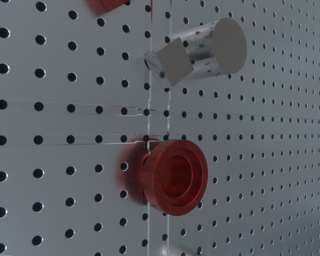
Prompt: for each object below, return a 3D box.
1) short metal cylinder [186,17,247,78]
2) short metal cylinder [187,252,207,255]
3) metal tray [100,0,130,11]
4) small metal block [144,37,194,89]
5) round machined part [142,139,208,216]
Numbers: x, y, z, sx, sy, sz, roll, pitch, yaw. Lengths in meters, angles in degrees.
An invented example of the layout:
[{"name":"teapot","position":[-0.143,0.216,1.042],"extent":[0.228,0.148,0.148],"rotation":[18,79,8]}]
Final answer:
[{"name":"short metal cylinder","position":[0.085,-0.119,0.465],"extent":[0.081,0.050,0.079],"rotation":[0,90,-40]},{"name":"short metal cylinder","position":[0.064,0.229,0.447],"extent":[0.081,0.050,0.079],"rotation":[0,90,-40]},{"name":"metal tray","position":[-0.035,-0.213,0.375],"extent":[0.131,0.030,0.090],"rotation":[-45,117,-31]},{"name":"small metal block","position":[0.013,-0.088,0.421],"extent":[0.050,0.025,0.050],"rotation":[-42,116,-32]},{"name":"round machined part","position":[0.015,0.063,0.412],"extent":[0.099,0.042,0.097],"rotation":[0,90,-40]}]
